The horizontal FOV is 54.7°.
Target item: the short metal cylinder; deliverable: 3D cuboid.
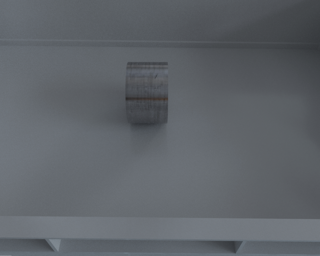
[{"bbox_3d":[-0.016,-0.046,0.405,0.050,0.080,0.080,0,50,0],"label":"short metal cylinder"}]
